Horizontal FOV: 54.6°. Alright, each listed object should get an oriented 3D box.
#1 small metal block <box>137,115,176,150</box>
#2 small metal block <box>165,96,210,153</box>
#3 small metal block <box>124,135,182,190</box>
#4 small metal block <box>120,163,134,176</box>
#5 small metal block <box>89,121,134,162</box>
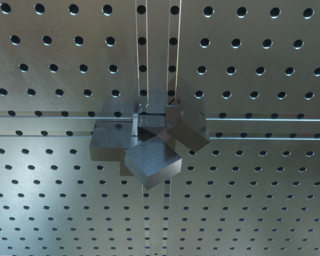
[{"bbox_3d":[-0.004,0.009,0.419,0.050,0.025,0.050,0,130,-2],"label":"small metal block"},{"bbox_3d":[0.034,-0.005,0.391,0.050,0.050,0.025,35,121,-26],"label":"small metal block"},{"bbox_3d":[-0.009,0.042,0.384,0.050,0.050,0.025,-25,138,-29],"label":"small metal block"},{"bbox_3d":[-0.027,0.048,0.432,0.050,0.050,0.025,1,99,-1],"label":"small metal block"},{"bbox_3d":[-0.062,0.017,0.409,0.050,0.050,0.025,2,131,-1],"label":"small metal block"}]
